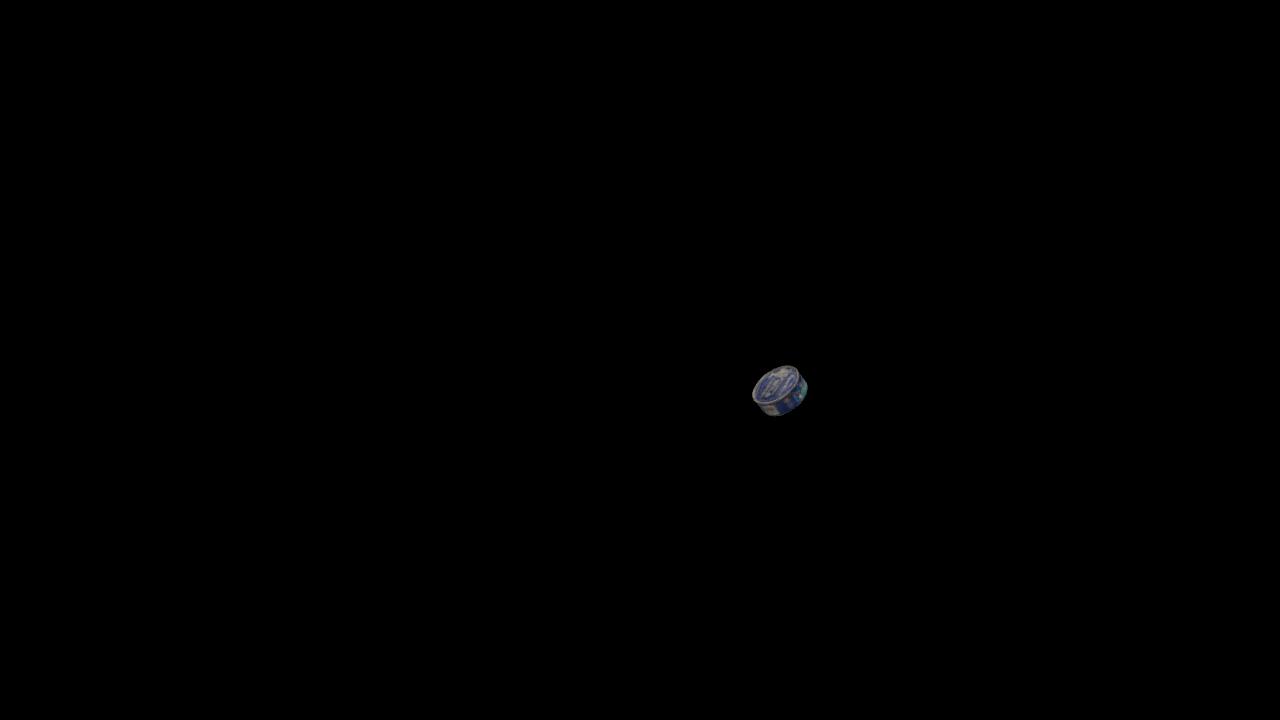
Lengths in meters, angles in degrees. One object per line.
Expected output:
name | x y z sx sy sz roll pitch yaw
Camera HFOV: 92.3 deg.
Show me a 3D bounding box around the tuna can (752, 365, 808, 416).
tuna can | 0.224 0.050 0.983 0.084 0.034 0.084 -33 23 16
